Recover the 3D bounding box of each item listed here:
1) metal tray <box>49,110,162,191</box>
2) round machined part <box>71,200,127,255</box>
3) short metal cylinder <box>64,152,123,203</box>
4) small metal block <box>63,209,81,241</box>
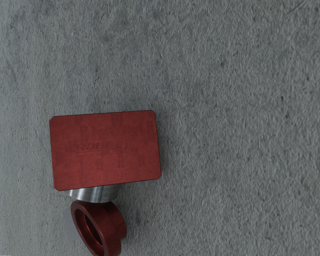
[{"bbox_3d":[-0.068,0.027,0.396,0.030,0.131,0.089,156,108,-75],"label":"metal tray"},{"bbox_3d":[-0.084,0.140,0.446,0.098,0.042,0.097,29,132,39],"label":"round machined part"},{"bbox_3d":[-0.094,0.065,0.444,0.080,0.081,0.050,24,105,37],"label":"short metal cylinder"},{"bbox_3d":[-0.131,0.155,0.510,0.050,0.025,0.050,-20,77,38],"label":"small metal block"}]
